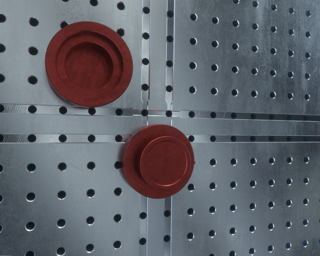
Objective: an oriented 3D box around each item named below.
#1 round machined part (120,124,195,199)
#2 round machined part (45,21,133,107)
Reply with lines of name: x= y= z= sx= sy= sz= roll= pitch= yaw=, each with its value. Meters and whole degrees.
round machined part: x=0.001 y=0.044 z=0.404 sx=0.099 sy=0.042 sz=0.097 roll=0 pitch=90 yaw=-20
round machined part: x=-0.085 y=-0.073 z=0.372 sx=0.099 sy=0.042 sz=0.097 roll=0 pitch=90 yaw=-20
